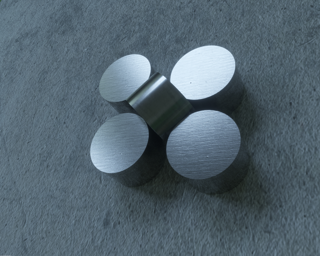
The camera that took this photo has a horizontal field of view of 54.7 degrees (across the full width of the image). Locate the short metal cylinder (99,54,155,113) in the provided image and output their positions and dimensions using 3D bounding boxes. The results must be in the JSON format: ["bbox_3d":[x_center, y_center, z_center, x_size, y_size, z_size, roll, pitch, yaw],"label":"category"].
[{"bbox_3d":[-0.039,-0.058,0.442,0.080,0.050,0.080,-13,56,20],"label":"short metal cylinder"}]

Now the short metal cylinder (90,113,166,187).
[{"bbox_3d":[-0.039,0.028,0.390,0.080,0.050,0.080,-13,56,20],"label":"short metal cylinder"}]

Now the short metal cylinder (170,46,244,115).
[{"bbox_3d":[0.060,-0.056,0.389,0.080,0.050,0.080,-13,56,20],"label":"short metal cylinder"}]

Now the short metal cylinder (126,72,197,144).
[{"bbox_3d":[0.004,-0.022,0.381,0.050,0.080,0.080,-43,51,-1],"label":"short metal cylinder"}]

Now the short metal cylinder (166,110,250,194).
[{"bbox_3d":[0.054,0.027,0.342,0.080,0.050,0.080,-13,56,20],"label":"short metal cylinder"}]
